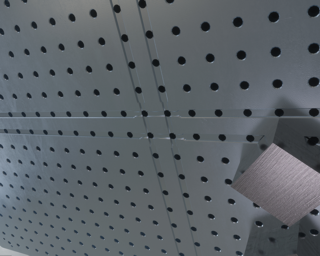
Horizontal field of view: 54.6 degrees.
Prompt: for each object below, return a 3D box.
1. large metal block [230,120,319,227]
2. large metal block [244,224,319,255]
[{"bbox_3d":[0.141,0.052,0.353,0.080,0.050,0.080,34,129,5],"label":"large metal block"},{"bbox_3d":[0.172,0.186,0.419,0.080,0.050,0.080,-33,100,38],"label":"large metal block"}]
